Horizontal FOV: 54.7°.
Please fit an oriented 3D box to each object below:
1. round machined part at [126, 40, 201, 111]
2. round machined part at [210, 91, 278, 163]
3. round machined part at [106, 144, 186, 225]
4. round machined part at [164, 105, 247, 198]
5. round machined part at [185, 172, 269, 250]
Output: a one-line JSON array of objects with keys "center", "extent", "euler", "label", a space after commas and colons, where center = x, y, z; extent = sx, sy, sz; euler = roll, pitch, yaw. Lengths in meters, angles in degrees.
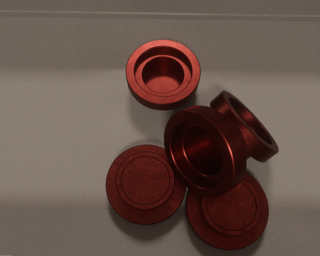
[{"center": [0.004, -0.068, 0.426], "extent": [0.099, 0.042, 0.098], "euler": [0, 70, -1], "label": "round machined part"}, {"center": [0.095, 0.004, 0.381], "extent": [0.042, 0.098, 0.098], "euler": [-44, 73, 22], "label": "round machined part"}, {"center": [-0.017, 0.066, 0.376], "extent": [0.099, 0.042, 0.098], "euler": [0, 70, 0], "label": "round machined part"}, {"center": [0.053, 0.022, 0.336], "extent": [0.042, 0.097, 0.098], "euler": [-22, 70, -36], "label": "round machined part"}, {"center": [0.081, 0.093, 0.368], "extent": [0.099, 0.042, 0.098], "euler": [0, 70, -1], "label": "round machined part"}]
